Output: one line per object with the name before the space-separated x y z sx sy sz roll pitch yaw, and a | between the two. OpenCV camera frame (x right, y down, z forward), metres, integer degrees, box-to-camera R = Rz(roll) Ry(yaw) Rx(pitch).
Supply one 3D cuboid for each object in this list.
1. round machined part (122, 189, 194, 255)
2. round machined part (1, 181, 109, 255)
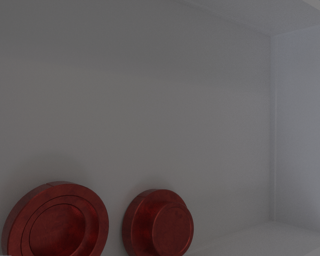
round machined part | 0.005 0.127 0.392 0.099 0.042 0.098 8 78 -39
round machined part | -0.104 0.101 0.308 0.099 0.042 0.097 0 90 -40
